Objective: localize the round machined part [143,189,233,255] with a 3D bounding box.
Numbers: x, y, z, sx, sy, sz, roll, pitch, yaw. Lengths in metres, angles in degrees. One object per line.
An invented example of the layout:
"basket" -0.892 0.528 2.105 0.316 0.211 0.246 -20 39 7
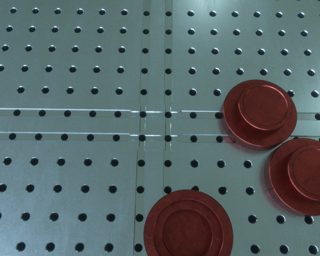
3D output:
"round machined part" 0.031 0.123 0.358 0.099 0.042 0.098 0 70 -1

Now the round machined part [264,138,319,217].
"round machined part" 0.185 0.058 0.384 0.099 0.042 0.098 0 70 -1

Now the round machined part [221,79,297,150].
"round machined part" 0.134 -0.022 0.413 0.099 0.042 0.098 0 70 -1
